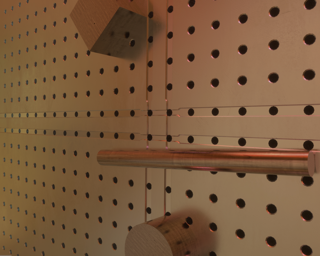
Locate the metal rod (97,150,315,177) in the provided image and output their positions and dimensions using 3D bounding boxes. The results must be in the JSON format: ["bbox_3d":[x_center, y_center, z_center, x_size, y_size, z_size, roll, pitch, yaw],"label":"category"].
[{"bbox_3d":[0.027,0.040,0.387,0.300,0.025,0.025,-3,88,40],"label":"metal rod"}]

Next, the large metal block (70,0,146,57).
[{"bbox_3d":[-0.080,-0.166,0.459,0.080,0.050,0.080,-45,63,30],"label":"large metal block"}]

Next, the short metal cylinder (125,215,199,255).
[{"bbox_3d":[0.002,0.156,0.392,0.080,0.050,0.080,0,90,40],"label":"short metal cylinder"}]
